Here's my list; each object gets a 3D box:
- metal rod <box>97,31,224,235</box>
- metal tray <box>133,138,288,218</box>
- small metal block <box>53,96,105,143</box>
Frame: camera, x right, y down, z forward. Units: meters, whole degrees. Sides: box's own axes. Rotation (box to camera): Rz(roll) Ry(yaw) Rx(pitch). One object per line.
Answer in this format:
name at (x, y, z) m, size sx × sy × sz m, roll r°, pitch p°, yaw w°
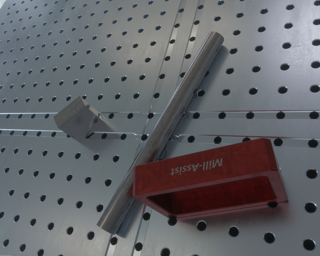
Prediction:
metal rod at (0.008, -0.005, 0.406) m, size 0.025 × 0.025 × 0.300 m, roll 19°, pitch 72°, yaw 35°
metal tray at (0.050, 0.055, 0.305) m, size 0.130 × 0.090 × 0.030 m, roll -15°, pitch 56°, yaw 20°
small metal block at (-0.120, -0.012, 0.463) m, size 0.050 × 0.050 × 0.025 m, roll -38°, pitch 51°, yaw 2°
